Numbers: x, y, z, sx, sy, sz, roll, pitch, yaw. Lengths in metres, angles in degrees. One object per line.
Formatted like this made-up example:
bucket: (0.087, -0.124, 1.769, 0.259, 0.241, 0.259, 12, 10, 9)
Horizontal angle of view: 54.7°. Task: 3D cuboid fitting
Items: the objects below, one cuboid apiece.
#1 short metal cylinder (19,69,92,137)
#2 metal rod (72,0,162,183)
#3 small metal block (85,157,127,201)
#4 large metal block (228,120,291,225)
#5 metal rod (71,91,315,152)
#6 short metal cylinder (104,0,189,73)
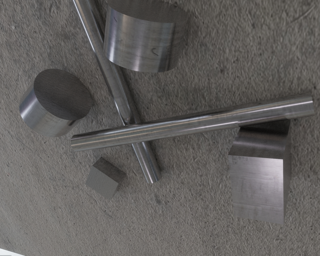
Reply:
short metal cylinder: (-0.143, -0.034, 0.426, 0.080, 0.080, 0.050, 49, 129, -7)
metal rod: (-0.056, -0.056, 0.401, 0.025, 0.025, 0.298, -6, 116, 31)
small metal block: (-0.089, 0.083, 0.505, 0.050, 0.025, 0.050, 33, 129, 6)
large metal block: (0.113, 0.043, 0.339, 0.050, 0.080, 0.080, 3, 120, 27)
metal rod: (0.018, -0.002, 0.373, 0.300, 0.025, 0.025, -10, 114, 24)
short metal cylinder: (-0.016, -0.098, 0.319, 0.080, 0.080, 0.050, 23, 127, 14)
